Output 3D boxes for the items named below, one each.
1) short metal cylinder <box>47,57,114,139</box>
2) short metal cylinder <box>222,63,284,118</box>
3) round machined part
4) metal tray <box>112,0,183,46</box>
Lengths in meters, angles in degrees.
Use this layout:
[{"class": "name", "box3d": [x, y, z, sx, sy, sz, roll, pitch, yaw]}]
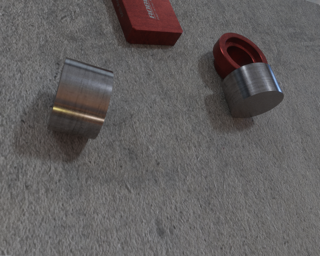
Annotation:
[{"class": "short metal cylinder", "box3d": [-0.088, -0.032, 0.340, 0.050, 0.080, 0.080, 15, 56, -20]}, {"class": "short metal cylinder", "box3d": [0.142, -0.056, 0.479, 0.081, 0.080, 0.050, 0, 62, -28]}, {"class": "round machined part", "box3d": [0.132, -0.113, 0.531, 0.099, 0.042, 0.098, 14, 53, -20]}, {"class": "metal tray", "box3d": [-0.026, -0.196, 0.506, 0.091, 0.030, 0.130, -7, 65, -31]}]
